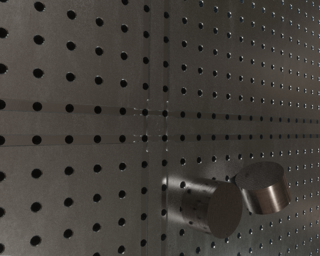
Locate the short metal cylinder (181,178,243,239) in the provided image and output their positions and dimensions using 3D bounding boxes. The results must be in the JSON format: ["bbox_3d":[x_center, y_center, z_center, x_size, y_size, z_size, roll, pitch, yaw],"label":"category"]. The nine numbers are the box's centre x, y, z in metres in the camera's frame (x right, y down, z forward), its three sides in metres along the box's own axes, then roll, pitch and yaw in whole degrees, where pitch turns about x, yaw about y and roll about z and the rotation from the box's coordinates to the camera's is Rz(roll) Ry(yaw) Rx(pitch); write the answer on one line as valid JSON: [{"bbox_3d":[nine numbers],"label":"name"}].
[{"bbox_3d":[0.078,0.117,0.461,0.081,0.050,0.079,0,90,-40],"label":"short metal cylinder"}]

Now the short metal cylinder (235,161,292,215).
[{"bbox_3d":[0.174,0.100,0.523,0.080,0.080,0.050,-37,113,-34],"label":"short metal cylinder"}]
